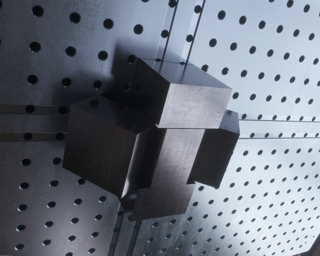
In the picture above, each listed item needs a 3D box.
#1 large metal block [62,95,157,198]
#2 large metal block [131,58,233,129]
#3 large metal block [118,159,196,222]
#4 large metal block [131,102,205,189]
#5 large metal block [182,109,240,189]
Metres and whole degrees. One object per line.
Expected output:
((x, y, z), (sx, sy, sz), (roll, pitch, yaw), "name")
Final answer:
((-0.057, 0.018, 0.349), (0.050, 0.080, 0.079), (-36, 146, -60), "large metal block")
((0.022, -0.041, 0.363), (0.081, 0.080, 0.050), (1, 118, -29), "large metal block")
((-0.012, 0.073, 0.414), (0.081, 0.080, 0.050), (1, 118, -29), "large metal block")
((0.003, 0.017, 0.388), (0.050, 0.080, 0.079), (1, 118, -29), "large metal block")
((0.068, 0.021, 0.416), (0.050, 0.080, 0.079), (17, 114, 5), "large metal block")
